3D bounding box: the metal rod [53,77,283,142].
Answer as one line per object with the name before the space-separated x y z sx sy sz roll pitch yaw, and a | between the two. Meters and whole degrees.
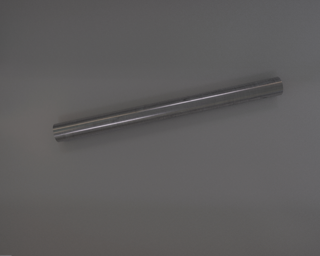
metal rod | 0.011 -0.025 0.411 0.301 0.025 0.025 -12 90 0
